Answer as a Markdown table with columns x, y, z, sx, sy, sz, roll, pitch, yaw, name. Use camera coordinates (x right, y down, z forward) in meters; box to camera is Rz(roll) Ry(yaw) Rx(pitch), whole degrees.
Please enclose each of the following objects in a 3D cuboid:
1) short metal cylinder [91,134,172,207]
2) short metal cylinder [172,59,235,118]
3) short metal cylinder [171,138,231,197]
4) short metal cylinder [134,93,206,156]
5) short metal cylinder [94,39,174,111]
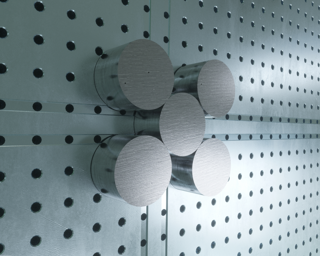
| x | y | z | sx | sy | sz | roll | pitch | yaw | name |
| --- | --- | --- | --- | --- | --- | --- | --- | --- | --- |
| -0.033 | 0.048 | 0.366 | 0.081 | 0.050 | 0.079 | 0 | 90 | -40 | short metal cylinder |
| 0.063 | -0.054 | 0.445 | 0.081 | 0.050 | 0.079 | 0 | 90 | -40 | short metal cylinder |
| 0.056 | 0.053 | 0.441 | 0.081 | 0.050 | 0.079 | 0 | 90 | -40 | short metal cylinder |
| 0.014 | -0.005 | 0.406 | 0.081 | 0.050 | 0.079 | 0 | 90 | -40 | short metal cylinder |
| -0.030 | -0.060 | 0.369 | 0.081 | 0.050 | 0.079 | 0 | 90 | -40 | short metal cylinder |
